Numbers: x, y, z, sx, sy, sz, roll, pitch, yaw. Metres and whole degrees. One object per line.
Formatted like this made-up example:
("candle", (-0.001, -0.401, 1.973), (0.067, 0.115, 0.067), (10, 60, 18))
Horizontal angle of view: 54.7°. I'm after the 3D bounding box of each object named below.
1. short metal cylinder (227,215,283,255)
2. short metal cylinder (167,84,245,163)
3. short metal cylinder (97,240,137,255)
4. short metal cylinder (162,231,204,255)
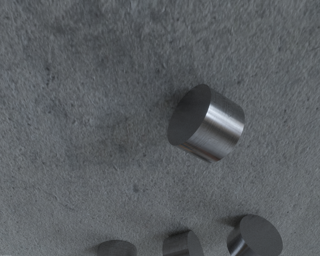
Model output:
("short metal cylinder", (0.166, 0.201, 0.545), (0.081, 0.080, 0.050), (14, 129, -12))
("short metal cylinder", (0.053, -0.005, 0.368), (0.050, 0.080, 0.080), (28, 124, -22))
("short metal cylinder", (-0.087, 0.267, 0.617), (0.081, 0.050, 0.079), (0, 130, 0))
("short metal cylinder", (0.045, 0.238, 0.575), (0.050, 0.080, 0.080), (-22, 127, 17))
